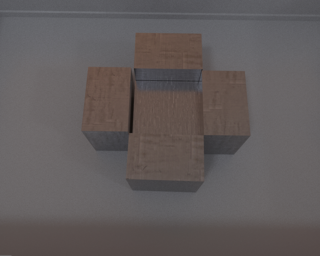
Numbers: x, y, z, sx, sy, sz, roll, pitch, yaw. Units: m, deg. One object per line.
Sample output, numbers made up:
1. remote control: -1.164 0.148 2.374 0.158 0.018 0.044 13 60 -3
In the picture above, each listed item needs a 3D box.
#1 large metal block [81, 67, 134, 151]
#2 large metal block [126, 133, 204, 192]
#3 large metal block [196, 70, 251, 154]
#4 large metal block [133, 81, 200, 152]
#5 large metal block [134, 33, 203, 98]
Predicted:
1. large metal block: -0.059 -0.021 0.387 0.050 0.080 0.080 1 70 0
2. large metal block: 0.006 0.043 0.363 0.080 0.080 0.050 2 70 0
3. large metal block: 0.074 -0.016 0.386 0.050 0.080 0.080 1 70 0
4. large metal block: 0.008 -0.013 0.399 0.080 0.050 0.080 1 70 0
5. large metal block: 0.010 -0.079 0.408 0.080 0.080 0.050 1 70 0
